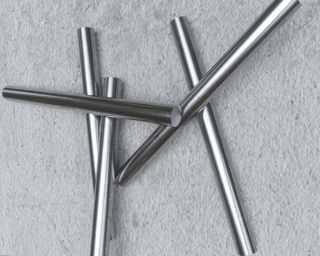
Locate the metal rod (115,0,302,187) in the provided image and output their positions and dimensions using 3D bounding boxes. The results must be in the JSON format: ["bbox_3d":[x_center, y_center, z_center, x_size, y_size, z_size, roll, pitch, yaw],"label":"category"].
[{"bbox_3d":[0.039,-0.029,0.368,0.025,0.025,0.299,48,115,13],"label":"metal rod"}]

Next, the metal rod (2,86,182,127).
[{"bbox_3d":[-0.111,-0.035,0.421,0.300,0.025,0.025,9,93,29],"label":"metal rod"}]

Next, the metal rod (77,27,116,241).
[{"bbox_3d":[-0.091,0.007,0.440,0.025,0.025,0.298,-7,88,20],"label":"metal rod"}]

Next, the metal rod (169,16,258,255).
[{"bbox_3d":[0.065,0.005,0.386,0.025,0.025,0.299,-18,84,19],"label":"metal rod"}]

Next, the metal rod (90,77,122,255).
[{"bbox_3d":[-0.074,0.080,0.413,0.025,0.025,0.298,1,82,20],"label":"metal rod"}]
